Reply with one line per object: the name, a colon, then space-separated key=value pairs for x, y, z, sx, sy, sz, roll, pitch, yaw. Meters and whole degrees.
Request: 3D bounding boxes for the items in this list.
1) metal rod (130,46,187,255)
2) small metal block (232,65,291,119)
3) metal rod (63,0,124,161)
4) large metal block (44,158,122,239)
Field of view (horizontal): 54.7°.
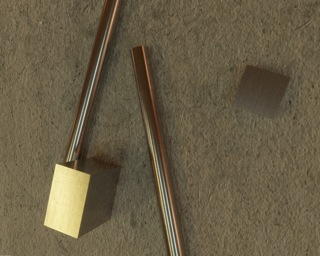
metal rod: x=-0.001 y=0.040 z=0.408 sx=0.025 sy=0.025 sz=0.298 roll=-12 pitch=86 yaw=19
small metal block: x=0.119 y=-0.042 z=0.367 sx=0.050 sy=0.025 sz=0.050 roll=21 pitch=97 yaw=18
metal rod: x=-0.103 y=-0.038 z=0.443 sx=0.025 sy=0.025 sz=0.298 roll=18 pitch=96 yaw=19
large metal block: x=-0.100 y=0.088 z=0.414 sx=0.050 sy=0.080 sz=0.079 roll=14 pitch=95 yaw=19
